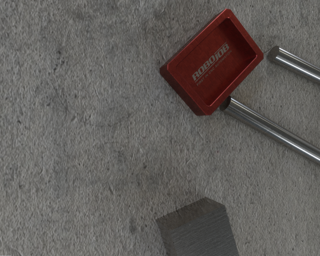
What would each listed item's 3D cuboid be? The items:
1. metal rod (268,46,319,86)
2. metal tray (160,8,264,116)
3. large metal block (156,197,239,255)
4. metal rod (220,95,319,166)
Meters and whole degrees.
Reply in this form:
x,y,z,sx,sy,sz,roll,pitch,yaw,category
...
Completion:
x,y,z,sx,sy,sz,roll,pitch,yaw,category
0.308,-0.068,0.525,0.302,0.025,0.025,19,84,-20,metal rod
0.075,-0.091,0.435,0.130,0.030,0.090,-46,105,-15,metal tray
0.051,0.150,0.416,0.081,0.050,0.080,-19,97,-19,large metal block
0.222,0.028,0.493,0.301,0.025,0.025,26,81,-19,metal rod
